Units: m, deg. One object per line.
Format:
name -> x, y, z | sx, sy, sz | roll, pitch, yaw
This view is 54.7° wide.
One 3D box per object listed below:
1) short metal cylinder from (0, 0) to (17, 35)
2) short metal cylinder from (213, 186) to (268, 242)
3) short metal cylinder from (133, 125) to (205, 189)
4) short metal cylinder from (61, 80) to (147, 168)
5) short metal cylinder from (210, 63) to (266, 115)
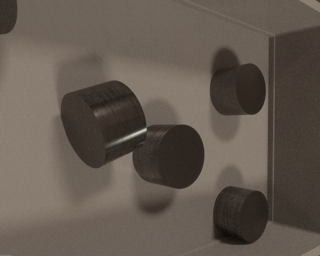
short metal cylinder -> -0.154, -0.108, 0.234 | 0.080, 0.050, 0.080 | -9, 91, -85
short metal cylinder -> 0.133, 0.138, 0.505 | 0.081, 0.050, 0.079 | 0, 90, -40
short metal cylinder -> 0.012, 0.035, 0.403 | 0.081, 0.050, 0.079 | 0, 90, -40
short metal cylinder -> -0.059, -0.005, 0.322 | 0.050, 0.080, 0.080 | -25, 106, -38
short metal cylinder -> 0.126, -0.060, 0.499 | 0.081, 0.050, 0.079 | 0, 90, -40
